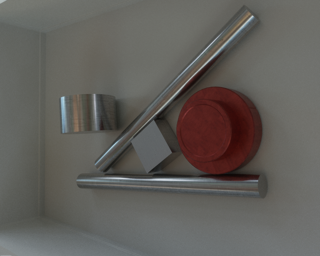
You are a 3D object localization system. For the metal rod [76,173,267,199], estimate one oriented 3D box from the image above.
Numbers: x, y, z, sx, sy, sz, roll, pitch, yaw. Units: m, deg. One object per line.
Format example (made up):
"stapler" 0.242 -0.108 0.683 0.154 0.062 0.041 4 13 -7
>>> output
"metal rod" -0.010 0.073 0.411 0.300 0.025 0.025 -7 86 39

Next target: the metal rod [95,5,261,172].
"metal rod" 0.004 -0.031 0.400 0.299 0.025 0.025 -44 64 31

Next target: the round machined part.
"round machined part" 0.058 0.003 0.343 0.098 0.042 0.097 0 90 39

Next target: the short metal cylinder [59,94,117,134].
"short metal cylinder" -0.104 -0.018 0.453 0.080 0.081 0.050 -6 86 39

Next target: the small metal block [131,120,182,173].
"small metal block" -0.004 0.024 0.406 0.050 0.025 0.050 -43 65 31
